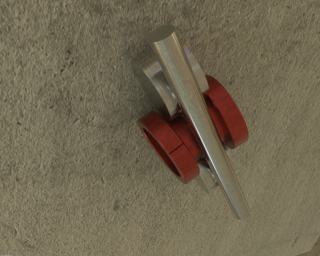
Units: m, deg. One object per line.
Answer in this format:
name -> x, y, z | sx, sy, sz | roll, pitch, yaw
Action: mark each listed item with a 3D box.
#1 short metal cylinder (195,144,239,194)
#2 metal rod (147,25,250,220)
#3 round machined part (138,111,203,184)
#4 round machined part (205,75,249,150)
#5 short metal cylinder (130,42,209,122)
short metal cylinder -> 0.066, 0.046, 0.439 | 0.050, 0.080, 0.080 | -34, 129, -6
metal rod -> 0.059, 0.021, 0.352 | 0.025, 0.025, 0.299 | -35, 129, -6
round machined part -> 0.018, 0.018, 0.382 | 0.042, 0.098, 0.098 | -37, 130, -9
round machined part -> 0.064, -0.014, 0.390 | 0.042, 0.098, 0.098 | -31, 129, -3
short metal cylinder -> 0.010, -0.054, 0.346 | 0.050, 0.080, 0.080 | -34, 129, -6
